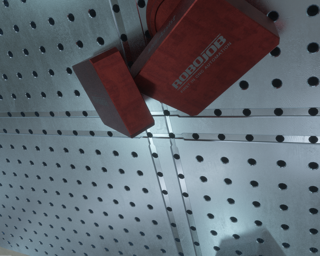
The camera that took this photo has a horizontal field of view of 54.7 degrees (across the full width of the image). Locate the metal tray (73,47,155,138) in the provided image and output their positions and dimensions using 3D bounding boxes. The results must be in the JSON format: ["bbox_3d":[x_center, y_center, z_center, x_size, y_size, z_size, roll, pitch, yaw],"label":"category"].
[{"bbox_3d":[-0.060,-0.042,0.367,0.090,0.030,0.130,64,163,-18],"label":"metal tray"}]

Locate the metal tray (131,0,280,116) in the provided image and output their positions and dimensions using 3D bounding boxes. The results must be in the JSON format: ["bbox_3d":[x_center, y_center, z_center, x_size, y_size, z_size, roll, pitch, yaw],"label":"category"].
[{"bbox_3d":[0.039,-0.072,0.313,0.091,0.030,0.129,22,137,-25],"label":"metal tray"}]

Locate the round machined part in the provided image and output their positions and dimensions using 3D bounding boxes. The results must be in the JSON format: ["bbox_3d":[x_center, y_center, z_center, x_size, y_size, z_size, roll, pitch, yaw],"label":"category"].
[{"bbox_3d":[0.029,-0.110,0.317,0.098,0.042,0.097,13,124,21],"label":"round machined part"}]
